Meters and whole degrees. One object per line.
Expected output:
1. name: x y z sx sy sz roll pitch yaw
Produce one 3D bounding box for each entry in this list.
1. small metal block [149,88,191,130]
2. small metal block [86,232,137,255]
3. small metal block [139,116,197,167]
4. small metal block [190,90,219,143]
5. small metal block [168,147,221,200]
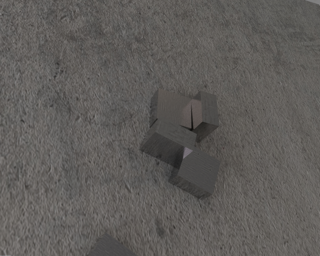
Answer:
1. small metal block: 0.015 -0.021 0.424 0.050 0.025 0.050 16 55 -19
2. small metal block: -0.049 0.137 0.293 0.050 0.025 0.050 38 51 -3
3. small metal block: 0.009 0.018 0.382 0.050 0.050 0.025 27 53 -12
4. small metal block: 0.055 -0.015 0.426 0.025 0.050 0.050 14 56 -21
5. small metal block: 0.045 0.055 0.394 0.050 0.025 0.050 30 52 -9
